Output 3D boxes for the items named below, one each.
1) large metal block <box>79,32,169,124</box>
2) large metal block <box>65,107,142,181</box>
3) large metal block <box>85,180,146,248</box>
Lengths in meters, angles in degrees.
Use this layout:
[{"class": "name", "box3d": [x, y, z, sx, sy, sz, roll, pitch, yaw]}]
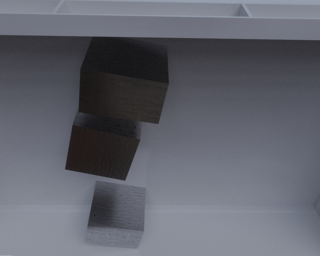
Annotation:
[{"class": "large metal block", "box3d": [-0.036, -0.054, 0.326, 0.081, 0.080, 0.050, 9, 130, -8]}, {"class": "large metal block", "box3d": [-0.074, 0.018, 0.407, 0.081, 0.050, 0.079, 13, 129, -12]}, {"class": "large metal block", "box3d": [-0.068, 0.135, 0.487, 0.081, 0.080, 0.050, 10, 129, -9]}]
